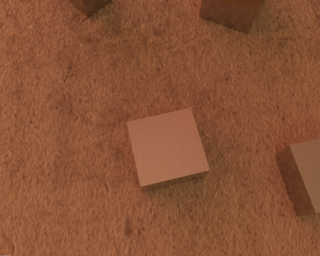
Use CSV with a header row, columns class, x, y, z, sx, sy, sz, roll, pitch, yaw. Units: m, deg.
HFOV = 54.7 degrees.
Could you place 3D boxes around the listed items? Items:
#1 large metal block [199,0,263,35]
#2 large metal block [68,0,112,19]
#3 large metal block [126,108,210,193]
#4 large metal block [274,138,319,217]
class,x,y,z,sx,sy,sz,roll,pitch,yaw
large metal block,0.115,-0.201,0.470,0.080,0.050,0.080,23,71,8
large metal block,-0.122,-0.227,0.460,0.050,0.080,0.080,-43,76,-14
large metal block,0.008,0.029,0.385,0.081,0.050,0.080,-13,71,-5
large metal block,0.200,0.057,0.377,0.081,0.050,0.080,-12,71,-5
